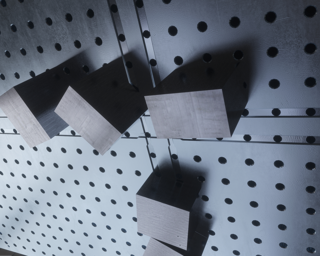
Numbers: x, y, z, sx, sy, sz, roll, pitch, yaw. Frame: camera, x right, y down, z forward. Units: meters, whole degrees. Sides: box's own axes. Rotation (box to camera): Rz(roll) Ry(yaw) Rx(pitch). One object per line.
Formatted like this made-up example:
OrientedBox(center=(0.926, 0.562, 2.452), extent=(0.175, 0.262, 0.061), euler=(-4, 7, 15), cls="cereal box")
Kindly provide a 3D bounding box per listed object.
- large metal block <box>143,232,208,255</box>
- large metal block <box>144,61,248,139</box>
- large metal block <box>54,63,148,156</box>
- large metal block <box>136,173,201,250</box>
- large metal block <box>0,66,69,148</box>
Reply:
OrientedBox(center=(0.022, 0.202, 0.507), extent=(0.080, 0.050, 0.079), euler=(27, 128, 11), cls="large metal block")
OrientedBox(center=(0.042, -0.031, 0.334), extent=(0.080, 0.080, 0.050), euler=(-2, 117, 29), cls="large metal block")
OrientedBox(center=(-0.069, -0.026, 0.395), extent=(0.080, 0.080, 0.050), euler=(43, 129, -2), cls="large metal block")
OrientedBox(center=(0.013, 0.124, 0.464), extent=(0.080, 0.050, 0.079), euler=(13, 124, 20), cls="large metal block")
OrientedBox(center=(-0.166, -0.030, 0.442), extent=(0.050, 0.080, 0.080), euler=(-21, 108, 35), cls="large metal block")
